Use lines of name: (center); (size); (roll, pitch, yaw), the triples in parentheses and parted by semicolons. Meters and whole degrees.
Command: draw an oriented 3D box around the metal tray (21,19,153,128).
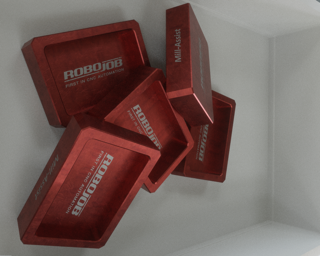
metal tray: (-0.070, -0.063, 0.343); (0.131, 0.030, 0.089); (-26, 107, -37)

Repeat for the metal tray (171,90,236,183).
metal tray: (0.066, 0.011, 0.459); (0.091, 0.030, 0.129); (16, 80, -39)

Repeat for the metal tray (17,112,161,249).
metal tray: (-0.069, 0.058, 0.307); (0.091, 0.030, 0.129); (22, 105, -38)

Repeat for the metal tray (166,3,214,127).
metal tray: (0.038, -0.077, 0.390); (0.090, 0.030, 0.130); (44, 41, -56)

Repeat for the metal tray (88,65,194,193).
metal tray: (-0.015, 0.004, 0.363); (0.090, 0.030, 0.130); (-47, 133, -22)
